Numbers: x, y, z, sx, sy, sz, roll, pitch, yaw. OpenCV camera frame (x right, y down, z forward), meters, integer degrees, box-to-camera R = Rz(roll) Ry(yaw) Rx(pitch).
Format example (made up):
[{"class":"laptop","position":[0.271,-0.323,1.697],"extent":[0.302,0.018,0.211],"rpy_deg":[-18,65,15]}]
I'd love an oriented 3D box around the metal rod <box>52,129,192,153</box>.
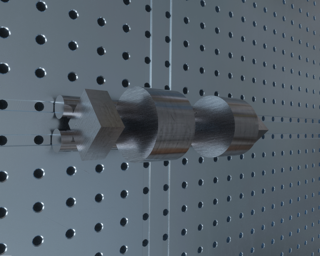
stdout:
[{"class":"metal rod","position":[0.009,0.015,0.417],"extent":[0.302,0.025,0.025],"rpy_deg":[1,90,-40]}]

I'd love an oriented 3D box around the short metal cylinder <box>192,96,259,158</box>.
[{"class":"short metal cylinder","position":[0.083,-0.002,0.414],"extent":[0.050,0.080,0.080],"rpy_deg":[1,90,-40]}]

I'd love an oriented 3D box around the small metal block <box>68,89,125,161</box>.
[{"class":"small metal block","position":[-0.065,-0.003,0.309],"extent":[0.025,0.050,0.050],"rpy_deg":[1,47,-40]}]

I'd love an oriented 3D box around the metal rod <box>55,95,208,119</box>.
[{"class":"metal rod","position":[0.011,-0.020,0.419],"extent":[0.302,0.025,0.025],"rpy_deg":[1,90,-40]}]

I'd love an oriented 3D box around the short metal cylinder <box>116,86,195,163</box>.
[{"class":"short metal cylinder","position":[-0.008,-0.003,0.338],"extent":[0.050,0.080,0.080],"rpy_deg":[1,90,-40]}]

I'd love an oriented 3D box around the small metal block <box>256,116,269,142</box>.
[{"class":"small metal block","position":[0.126,0.000,0.469],"extent":[0.025,0.050,0.050],"rpy_deg":[1,49,-40]}]
